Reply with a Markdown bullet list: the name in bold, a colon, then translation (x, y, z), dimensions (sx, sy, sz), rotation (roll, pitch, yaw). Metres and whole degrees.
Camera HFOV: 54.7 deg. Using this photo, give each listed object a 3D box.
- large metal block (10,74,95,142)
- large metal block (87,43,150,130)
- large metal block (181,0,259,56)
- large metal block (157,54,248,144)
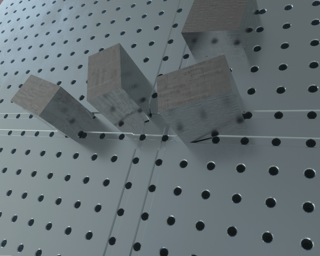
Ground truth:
- **large metal block**: translation (-0.163, -0.030, 0.475), dimensions (0.080, 0.080, 0.050), rotation (22, 74, 36)
- **large metal block**: translation (-0.057, -0.056, 0.436), dimensions (0.050, 0.080, 0.080), rotation (-19, 55, 17)
- **large metal block**: translation (0.087, -0.149, 0.437), dimensions (0.080, 0.050, 0.080), rotation (8, 65, 31)
- **large metal block**: translation (0.050, -0.030, 0.364), dimensions (0.080, 0.080, 0.050), rotation (-16, 56, 19)
